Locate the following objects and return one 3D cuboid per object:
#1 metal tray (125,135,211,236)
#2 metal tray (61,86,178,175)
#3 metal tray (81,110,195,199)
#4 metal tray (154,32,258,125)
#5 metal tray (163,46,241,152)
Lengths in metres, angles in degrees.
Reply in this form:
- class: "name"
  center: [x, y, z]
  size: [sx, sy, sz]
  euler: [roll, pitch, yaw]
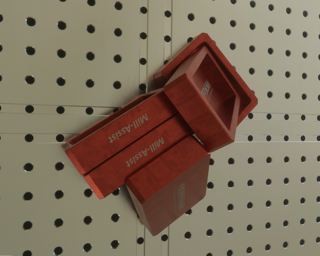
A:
- class: "metal tray"
  center: [0.014, 0.074, 0.370]
  size: [0.090, 0.129, 0.030]
  euler: [-34, 60, -17]
- class: "metal tray"
  center: [-0.048, 0.000, 0.361]
  size: [0.131, 0.090, 0.030]
  euler: [-34, 102, -17]
- class: "metal tray"
  center: [-0.031, 0.025, 0.366]
  size: [0.131, 0.090, 0.030]
  euler: [-34, 102, -17]
- class: "metal tray"
  center: [0.067, -0.054, 0.435]
  size: [0.090, 0.030, 0.130]
  euler: [-46, 105, -15]
- class: "metal tray"
  center: [0.057, -0.041, 0.375]
  size: [0.090, 0.030, 0.130]
  euler: [52, 30, -13]
